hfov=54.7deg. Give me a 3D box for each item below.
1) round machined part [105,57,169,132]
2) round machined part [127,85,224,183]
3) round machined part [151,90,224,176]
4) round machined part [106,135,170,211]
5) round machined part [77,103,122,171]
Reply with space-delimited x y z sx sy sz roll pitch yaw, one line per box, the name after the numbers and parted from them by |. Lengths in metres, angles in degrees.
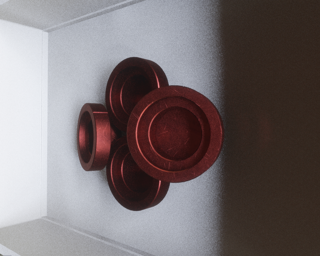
-0.025 -0.042 0.414 0.098 0.042 0.097 0 90 40 | round machined part
0.018 0.006 0.328 0.098 0.042 0.097 0 90 18 | round machined part
0.025 0.006 0.359 0.098 0.042 0.097 0 89 17 | round machined part
-0.023 0.057 0.412 0.098 0.042 0.097 0 90 40 | round machined part
-0.088 0.013 0.453 0.098 0.042 0.097 -1 88 61 | round machined part
